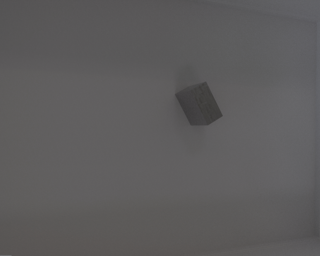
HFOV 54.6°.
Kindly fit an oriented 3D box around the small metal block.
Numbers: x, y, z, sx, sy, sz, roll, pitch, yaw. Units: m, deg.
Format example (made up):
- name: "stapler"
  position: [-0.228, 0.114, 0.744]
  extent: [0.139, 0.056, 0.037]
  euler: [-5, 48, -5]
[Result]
- name: "small metal block"
  position: [0.051, -0.031, 0.416]
  extent: [0.025, 0.050, 0.050]
  euler: [-31, 100, -17]
